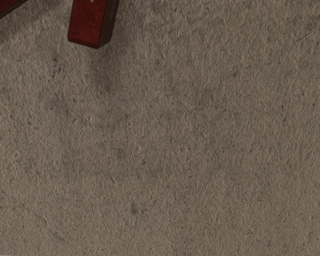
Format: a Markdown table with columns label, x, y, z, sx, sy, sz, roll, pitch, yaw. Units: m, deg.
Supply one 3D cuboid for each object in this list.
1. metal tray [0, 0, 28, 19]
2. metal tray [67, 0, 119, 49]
| label | x | y | z | sx | sy | sz | roll | pitch | yaw |
| --- | --- | --- | --- | --- | --- | --- | --- | --- | --- |
| metal tray | -0.192 | -0.174 | 0.340 | 0.130 | 0.030 | 0.090 | -29 | 108 | 9 |
| metal tray | -0.058 | -0.153 | 0.318 | 0.030 | 0.090 | 0.129 | 15 | 109 | -6 |
